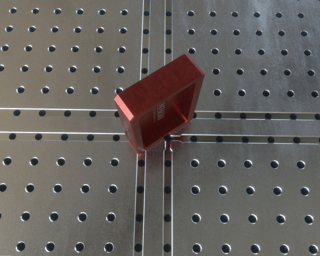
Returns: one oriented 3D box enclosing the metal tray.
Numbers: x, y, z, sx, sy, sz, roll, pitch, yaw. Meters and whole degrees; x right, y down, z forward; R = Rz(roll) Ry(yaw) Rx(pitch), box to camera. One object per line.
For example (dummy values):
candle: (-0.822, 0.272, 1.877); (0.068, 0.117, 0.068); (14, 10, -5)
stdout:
metal tray: (0.000, -0.021, 0.363); (0.090, 0.130, 0.030); (-33, 74, -12)
